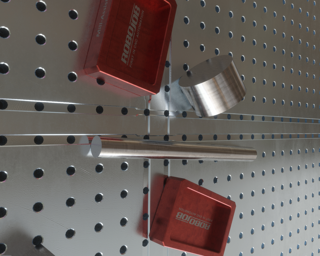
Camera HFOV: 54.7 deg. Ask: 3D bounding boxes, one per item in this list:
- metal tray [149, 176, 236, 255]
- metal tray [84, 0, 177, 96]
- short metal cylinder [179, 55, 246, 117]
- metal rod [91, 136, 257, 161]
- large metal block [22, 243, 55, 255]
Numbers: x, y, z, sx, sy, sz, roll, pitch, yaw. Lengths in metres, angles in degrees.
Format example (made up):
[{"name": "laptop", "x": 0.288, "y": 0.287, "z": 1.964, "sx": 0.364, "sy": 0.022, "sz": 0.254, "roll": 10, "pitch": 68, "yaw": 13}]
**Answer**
[{"name": "metal tray", "x": 0.052, "y": 0.133, "z": 0.449, "sx": 0.131, "sy": 0.030, "sz": 0.090, "roll": 30, "pitch": 71, "yaw": -36}, {"name": "metal tray", "x": -0.032, "y": -0.114, "z": 0.378, "sx": 0.091, "sy": 0.030, "sz": 0.129, "roll": 19, "pitch": 78, "yaw": -39}, {"name": "short metal cylinder", "x": 0.073, "y": -0.060, "z": 0.435, "sx": 0.080, "sy": 0.080, "sz": 0.050, "roll": -46, "pitch": 118, "yaw": -30}, {"name": "metal rod", "x": 0.044, "y": 0.034, "z": 0.445, "sx": 0.302, "sy": 0.025, "sz": 0.025, "roll": 6, "pitch": 86, "yaw": -40}, {"name": "large metal block", "x": -0.118, "y": 0.159, "z": 0.275, "sx": 0.081, "sy": 0.080, "sz": 0.050, "roll": -33, "pitch": 111, "yaw": -35}]
